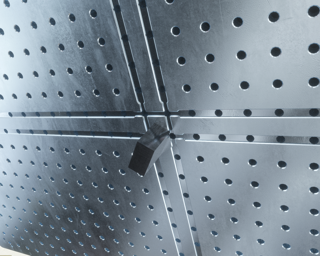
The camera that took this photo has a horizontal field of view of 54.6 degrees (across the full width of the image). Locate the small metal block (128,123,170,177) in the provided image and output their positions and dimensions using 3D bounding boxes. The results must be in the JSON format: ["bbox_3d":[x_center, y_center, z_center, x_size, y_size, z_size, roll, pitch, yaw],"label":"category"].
[{"bbox_3d":[-0.015,0.029,0.421,0.025,0.050,0.050,29,128,9],"label":"small metal block"}]
